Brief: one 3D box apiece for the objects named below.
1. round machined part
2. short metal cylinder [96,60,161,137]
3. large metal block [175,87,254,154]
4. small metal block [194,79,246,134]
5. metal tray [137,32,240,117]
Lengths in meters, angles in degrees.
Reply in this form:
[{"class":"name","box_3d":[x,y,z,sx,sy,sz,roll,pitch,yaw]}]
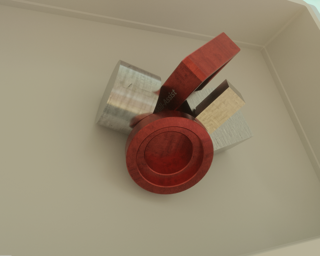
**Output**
[{"class":"round machined part","box_3d":[0.009,0.025,0.360,0.099,0.097,0.042,19,19,-18]},{"class":"short metal cylinder","box_3d":[-0.039,-0.034,0.369,0.050,0.080,0.080,21,54,-17]},{"class":"large metal block","box_3d":[0.066,-0.006,0.419,0.081,0.050,0.080,-15,74,-34]},{"class":"small metal block","box_3d":[0.067,-0.026,0.354,0.025,0.050,0.050,44,19,-7]},{"class":"metal tray","box_3d":[0.032,-0.053,0.387,0.030,0.129,0.091,47,51,3]}]
